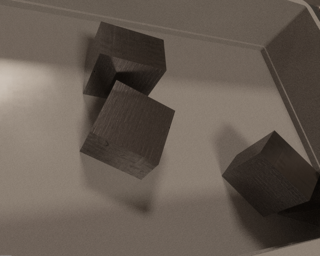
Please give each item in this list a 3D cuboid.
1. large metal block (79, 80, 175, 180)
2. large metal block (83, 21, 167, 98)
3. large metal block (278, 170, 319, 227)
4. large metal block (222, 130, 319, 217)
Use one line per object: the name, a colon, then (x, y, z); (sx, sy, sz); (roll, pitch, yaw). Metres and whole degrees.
large metal block: (-0.037, 0.003, 0.369); (0.080, 0.050, 0.080); (27, 52, -12)
large metal block: (-0.047, -0.077, 0.393); (0.081, 0.080, 0.050); (10, 58, -24)
large metal block: (0.224, 0.100, 0.428); (0.081, 0.080, 0.050); (19, 63, -18)
large metal block: (0.145, 0.063, 0.412); (0.080, 0.080, 0.050); (45, 51, 3)
